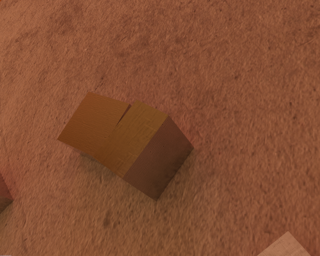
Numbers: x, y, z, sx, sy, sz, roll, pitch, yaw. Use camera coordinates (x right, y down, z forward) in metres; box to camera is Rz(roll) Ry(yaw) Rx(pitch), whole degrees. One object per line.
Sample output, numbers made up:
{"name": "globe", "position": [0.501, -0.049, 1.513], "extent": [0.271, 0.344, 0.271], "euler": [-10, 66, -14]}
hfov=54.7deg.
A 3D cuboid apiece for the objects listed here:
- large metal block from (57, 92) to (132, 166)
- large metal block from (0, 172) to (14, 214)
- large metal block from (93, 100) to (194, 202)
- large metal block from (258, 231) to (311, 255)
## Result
{"name": "large metal block", "position": [-0.079, 0.004, 0.425], "extent": [0.080, 0.050, 0.080], "euler": [18, 71, 34]}
{"name": "large metal block", "position": [-0.278, 0.088, 0.458], "extent": [0.050, 0.080, 0.080], "euler": [-47, 52, -4]}
{"name": "large metal block", "position": [-0.015, 0.028, 0.358], "extent": [0.050, 0.080, 0.080], "euler": [28, 77, 37]}
{"name": "large metal block", "position": [0.090, 0.133, 0.239], "extent": [0.080, 0.080, 0.050], "euler": [-39, 51, 1]}
